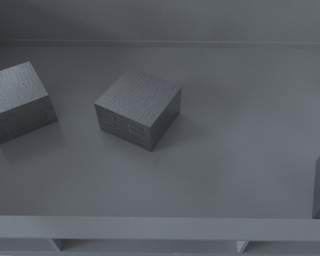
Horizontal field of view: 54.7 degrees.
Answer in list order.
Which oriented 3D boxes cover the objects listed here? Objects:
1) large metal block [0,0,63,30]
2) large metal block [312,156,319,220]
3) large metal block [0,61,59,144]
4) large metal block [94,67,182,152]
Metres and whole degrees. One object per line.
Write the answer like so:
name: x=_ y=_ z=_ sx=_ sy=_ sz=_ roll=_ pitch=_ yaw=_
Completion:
large metal block: x=-0.250 y=-0.242 z=0.593 sx=0.080 sy=0.050 sz=0.080 roll=30 pitch=56 yaw=23
large metal block: x=0.218 y=0.065 z=0.335 sx=0.080 sy=0.050 sz=0.080 roll=17 pitch=52 yaw=13
large metal block: x=-0.196 y=-0.036 z=0.417 sx=0.081 sy=0.050 sz=0.080 roll=-25 pitch=55 yaw=-20
large metal block: x=-0.026 y=-0.026 z=0.411 sx=0.080 sy=0.050 sz=0.080 roll=23 pitch=54 yaw=18
